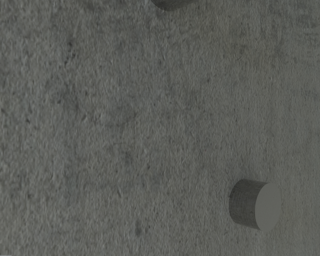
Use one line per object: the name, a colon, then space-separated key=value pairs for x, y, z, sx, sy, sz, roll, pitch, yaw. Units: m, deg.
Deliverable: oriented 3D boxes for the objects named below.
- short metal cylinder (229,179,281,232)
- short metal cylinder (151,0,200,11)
short metal cylinder: x=0.163 y=0.130 z=0.529 sx=0.081 sy=0.050 sz=0.079 roll=0 pitch=90 yaw=-40
short metal cylinder: x=0.022 y=-0.202 z=0.409 sx=0.081 sy=0.050 sz=0.079 roll=0 pitch=90 yaw=-40
